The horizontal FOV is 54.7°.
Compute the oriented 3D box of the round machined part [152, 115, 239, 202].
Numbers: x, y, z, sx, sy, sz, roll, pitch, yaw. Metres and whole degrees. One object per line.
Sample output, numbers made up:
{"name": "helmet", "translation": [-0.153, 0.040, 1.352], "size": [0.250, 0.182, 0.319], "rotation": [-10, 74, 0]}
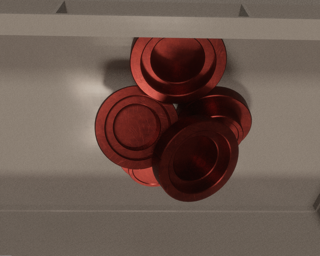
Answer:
{"name": "round machined part", "translation": [0.036, 0.031, 0.352], "size": [0.099, 0.042, 0.097], "rotation": [-9, 113, -21]}

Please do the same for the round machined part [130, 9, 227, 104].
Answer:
{"name": "round machined part", "translation": [0.018, -0.078, 0.330], "size": [0.099, 0.042, 0.097], "rotation": [-1, 128, -1]}

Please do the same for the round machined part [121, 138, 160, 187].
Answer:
{"name": "round machined part", "translation": [-0.009, 0.046, 0.437], "size": [0.099, 0.042, 0.097], "rotation": [-1, 130, 0]}

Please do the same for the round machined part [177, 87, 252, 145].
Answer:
{"name": "round machined part", "translation": [0.069, -0.001, 0.398], "size": [0.099, 0.042, 0.097], "rotation": [-1, 130, 0]}

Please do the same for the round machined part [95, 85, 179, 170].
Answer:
{"name": "round machined part", "translation": [-0.029, -0.002, 0.376], "size": [0.099, 0.042, 0.097], "rotation": [-1, 95, -12]}
